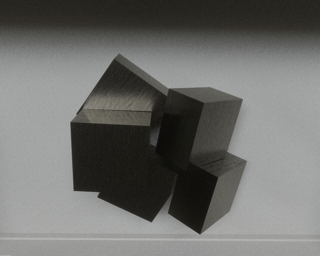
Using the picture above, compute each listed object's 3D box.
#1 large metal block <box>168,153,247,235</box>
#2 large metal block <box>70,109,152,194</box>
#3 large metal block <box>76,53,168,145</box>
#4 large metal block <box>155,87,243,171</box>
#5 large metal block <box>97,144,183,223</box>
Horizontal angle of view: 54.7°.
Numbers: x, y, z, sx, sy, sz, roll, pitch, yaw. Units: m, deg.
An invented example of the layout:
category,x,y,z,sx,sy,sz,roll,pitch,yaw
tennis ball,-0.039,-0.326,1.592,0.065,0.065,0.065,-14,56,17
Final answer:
category,x,y,z,sx,sy,sz,roll,pitch,yaw
large metal block,0.062,0.077,0.402,0.050,0.081,0.079,26,113,32
large metal block,-0.052,0.025,0.350,0.081,0.050,0.079,3,109,0
large metal block,-0.042,-0.033,0.384,0.080,0.050,0.080,34,106,-12
large metal block,0.047,-0.003,0.373,0.081,0.050,0.079,-9,119,-46
large metal block,-0.026,0.067,0.418,0.080,0.050,0.080,28,107,-11
